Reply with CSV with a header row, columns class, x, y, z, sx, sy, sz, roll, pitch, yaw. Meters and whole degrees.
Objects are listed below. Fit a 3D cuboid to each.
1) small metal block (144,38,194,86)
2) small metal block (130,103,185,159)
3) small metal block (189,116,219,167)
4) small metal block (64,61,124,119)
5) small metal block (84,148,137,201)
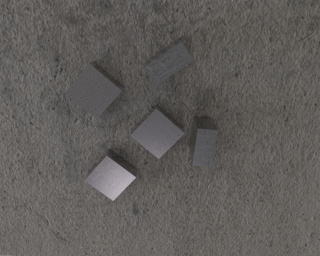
class,x,y,z,sx,sy,sz,roll,pitch,yaw
small metal block,0.010,-0.080,0.367,0.050,0.050,0.025,-33,107,11
small metal block,-0.003,0.004,0.411,0.050,0.025,0.050,41,105,-14
small metal block,0.055,0.016,0.403,0.025,0.050,0.050,5,110,-2
small metal block,-0.082,-0.048,0.391,0.050,0.025,0.050,40,105,-14
small metal block,-0.068,0.065,0.433,0.050,0.025,0.050,39,105,-13
